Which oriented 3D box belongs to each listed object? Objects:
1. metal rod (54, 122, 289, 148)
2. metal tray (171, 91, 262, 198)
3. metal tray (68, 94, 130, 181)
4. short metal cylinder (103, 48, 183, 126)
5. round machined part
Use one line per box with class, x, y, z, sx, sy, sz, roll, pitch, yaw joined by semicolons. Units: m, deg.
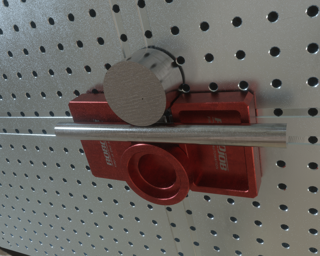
metal rod;-0.008;0.006;0.374;0.300;0.025;0.025;1;119;27
metal tray;0.071;0.022;0.379;0.090;0.030;0.129;1;119;27
metal tray;-0.071;0.015;0.448;0.090;0.030;0.129;3;120;27
short metal cylinder;-0.019;-0.049;0.370;0.080;0.050;0.079;13;124;21
round machined part;0.000;0.053;0.416;0.098;0.042;0.097;13;124;21
